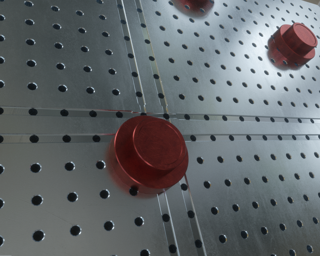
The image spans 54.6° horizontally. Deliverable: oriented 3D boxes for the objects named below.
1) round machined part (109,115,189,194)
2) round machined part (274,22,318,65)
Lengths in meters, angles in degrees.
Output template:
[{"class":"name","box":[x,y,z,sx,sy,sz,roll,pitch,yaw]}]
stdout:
[{"class":"round machined part","box":[-0.008,0.026,0.377,0.099,0.042,0.098,13,56,-21]},{"class":"round machined part","box":[0.300,-0.189,0.673,0.099,0.042,0.098,13,56,-21]}]
